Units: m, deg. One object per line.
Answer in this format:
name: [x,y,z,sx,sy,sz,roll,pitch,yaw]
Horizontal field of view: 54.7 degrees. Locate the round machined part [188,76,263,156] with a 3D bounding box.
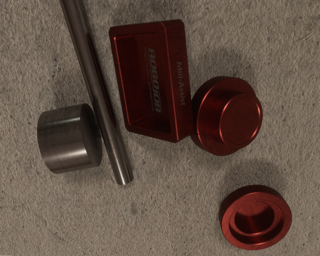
round machined part: [0.085,-0.012,0.375,0.099,0.042,0.097,-9,107,-29]

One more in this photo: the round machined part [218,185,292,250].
round machined part: [0.134,0.124,0.448,0.099,0.042,0.097,0,110,-1]

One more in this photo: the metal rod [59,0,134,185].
metal rod: [-0.082,-0.063,0.385,0.025,0.025,0.298,-12,110,4]

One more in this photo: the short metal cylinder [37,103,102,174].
short metal cylinder: [-0.108,0.013,0.384,0.050,0.080,0.079,-11,110,4]

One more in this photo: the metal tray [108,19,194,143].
metal tray: [-0.010,-0.054,0.358,0.090,0.030,0.129,12,118,42]
